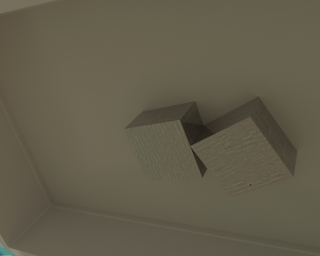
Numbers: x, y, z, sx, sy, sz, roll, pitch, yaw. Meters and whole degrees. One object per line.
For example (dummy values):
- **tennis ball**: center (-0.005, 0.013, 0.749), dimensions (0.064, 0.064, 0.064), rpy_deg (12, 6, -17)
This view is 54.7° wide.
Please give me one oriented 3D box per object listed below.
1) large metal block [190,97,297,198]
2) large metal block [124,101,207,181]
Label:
- **large metal block**: center (0.097, 0.024, 0.356), dimensions (0.080, 0.050, 0.080), rpy_deg (-31, 102, 38)
- **large metal block**: center (0.013, 0.019, 0.397), dimensions (0.080, 0.050, 0.080), rpy_deg (-9, 114, 32)
